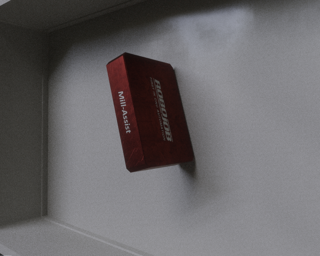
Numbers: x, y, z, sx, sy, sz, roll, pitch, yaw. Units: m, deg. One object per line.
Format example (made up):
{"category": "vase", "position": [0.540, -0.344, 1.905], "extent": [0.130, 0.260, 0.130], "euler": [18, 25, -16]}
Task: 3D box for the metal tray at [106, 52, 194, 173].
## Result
{"category": "metal tray", "position": [-0.010, -0.018, 0.370], "extent": [0.030, 0.091, 0.129], "euler": [-20, 78, 37]}
